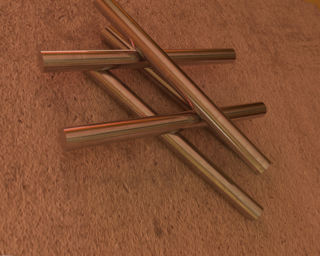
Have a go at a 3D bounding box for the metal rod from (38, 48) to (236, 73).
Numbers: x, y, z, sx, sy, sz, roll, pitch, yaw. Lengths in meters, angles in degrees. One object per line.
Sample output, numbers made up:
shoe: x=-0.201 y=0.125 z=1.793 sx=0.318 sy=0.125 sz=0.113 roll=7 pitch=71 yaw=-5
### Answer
metal rod: x=-0.009 y=-0.097 z=0.429 sx=0.303 sy=0.025 sz=0.025 roll=-10 pitch=67 yaw=-33

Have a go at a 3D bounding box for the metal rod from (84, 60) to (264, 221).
metal rod: x=0.015 y=0.012 z=0.406 sx=0.300 sy=0.025 sz=0.025 roll=42 pitch=51 yaw=0

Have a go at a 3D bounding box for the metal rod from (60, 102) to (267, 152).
metal rod: x=0.028 y=-0.008 z=0.395 sx=0.303 sy=0.025 sz=0.025 roll=-9 pitch=67 yaw=-32

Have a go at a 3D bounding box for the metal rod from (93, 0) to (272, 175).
metal rod: x=0.025 y=-0.059 z=0.393 sx=0.300 sy=0.025 sz=0.025 roll=47 pitch=51 yaw=4

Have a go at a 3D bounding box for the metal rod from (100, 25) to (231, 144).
metal rod: x=0.036 y=-0.043 z=0.452 sx=0.300 sy=0.025 sz=0.025 roll=40 pitch=51 yaw=-1
